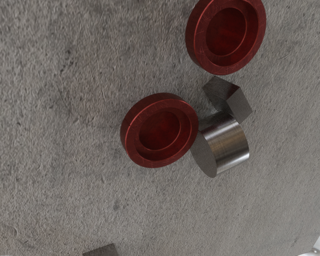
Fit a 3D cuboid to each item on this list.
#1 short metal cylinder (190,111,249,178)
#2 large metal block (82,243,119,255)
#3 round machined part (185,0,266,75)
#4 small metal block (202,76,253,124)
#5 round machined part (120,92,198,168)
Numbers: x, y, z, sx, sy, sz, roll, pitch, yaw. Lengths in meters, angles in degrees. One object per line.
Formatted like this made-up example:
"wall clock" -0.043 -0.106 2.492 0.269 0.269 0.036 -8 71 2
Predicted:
"short metal cylinder" 0.078 0.022 0.430 0.050 0.080 0.080 -23 127 -15
"large metal block" -0.082 0.243 0.478 0.050 0.080 0.079 -12 124 -22
"round machined part" 0.072 -0.115 0.366 0.099 0.042 0.097 -14 125 -21
"small metal block" 0.091 -0.038 0.418 0.025 0.050 0.050 -45 130 -4
"round machined part" -0.004 -0.001 0.394 0.099 0.042 0.097 -13 124 -20
